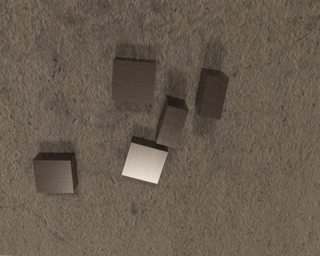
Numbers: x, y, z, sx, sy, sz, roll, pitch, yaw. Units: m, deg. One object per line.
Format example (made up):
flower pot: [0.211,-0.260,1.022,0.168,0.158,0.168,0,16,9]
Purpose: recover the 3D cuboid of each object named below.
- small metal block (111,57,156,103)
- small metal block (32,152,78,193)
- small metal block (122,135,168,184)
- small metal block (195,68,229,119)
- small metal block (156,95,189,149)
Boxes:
small metal block: [-0.033,-0.060,0.387,0.050,0.025,0.050,5,110,-2]
small metal block: [-0.144,0.062,0.431,0.050,0.025,0.050,0,110,-1]
small metal block: [-0.021,0.043,0.426,0.050,0.025,0.050,15,109,-6]
small metal block: [0.062,-0.044,0.381,0.025,0.050,0.050,7,110,-3]
small metal block: [0.014,-0.009,0.393,0.025,0.050,0.050,16,109,-6]
